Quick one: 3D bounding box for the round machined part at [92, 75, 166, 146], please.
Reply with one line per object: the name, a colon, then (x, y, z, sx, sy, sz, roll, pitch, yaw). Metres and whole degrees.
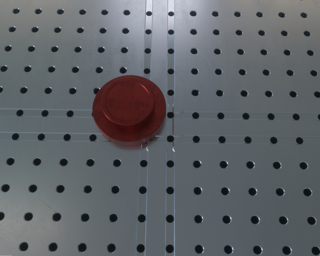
round machined part: (-0.041, -0.028, 0.413, 0.099, 0.042, 0.098, 0, 70, 0)
